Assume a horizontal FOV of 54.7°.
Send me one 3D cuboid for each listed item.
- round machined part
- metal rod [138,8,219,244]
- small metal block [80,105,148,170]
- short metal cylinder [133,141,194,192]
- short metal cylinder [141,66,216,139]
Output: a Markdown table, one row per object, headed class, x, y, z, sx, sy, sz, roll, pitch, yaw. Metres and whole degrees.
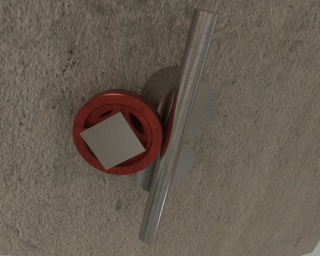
| class | x | y | z | sx | sy | sz | roll | pitch | yaw |
| --- | --- | --- | --- | --- | --- | --- | --- | --- | --- |
| round machined part | -0.046 | 0.002 | 0.357 | 0.099 | 0.042 | 0.097 | 1 | 112 | 2 |
| metal rod | 0.014 | 0.018 | 0.363 | 0.025 | 0.025 | 0.298 | -1 | 119 | -28 |
| small metal block | -0.049 | 0.010 | 0.335 | 0.050 | 0.025 | 0.050 | -27 | 108 | 13 |
| short metal cylinder | -0.002 | 0.039 | 0.415 | 0.081 | 0.050 | 0.079 | -14 | 123 | -21 |
| short metal cylinder | 0.022 | -0.031 | 0.385 | 0.081 | 0.050 | 0.079 | -14 | 124 | -21 |
